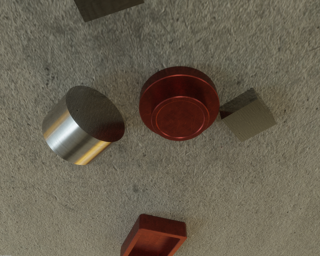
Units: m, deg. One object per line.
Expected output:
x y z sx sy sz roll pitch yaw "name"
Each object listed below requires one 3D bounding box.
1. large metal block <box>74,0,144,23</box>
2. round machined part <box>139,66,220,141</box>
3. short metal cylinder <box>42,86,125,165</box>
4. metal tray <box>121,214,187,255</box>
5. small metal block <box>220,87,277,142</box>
-0.049 -0.144 0.247 0.050 0.080 0.080 -14 129 11 "large metal block"
0.023 -0.022 0.378 0.099 0.042 0.097 -1 130 0 "round machined part"
-0.089 -0.003 0.367 0.080 0.080 0.050 35 122 -26 "short metal cylinder"
-0.015 0.219 0.590 0.091 0.030 0.129 16 128 -14 "metal tray"
0.111 -0.016 0.396 0.050 0.025 0.050 -32 124 24 "small metal block"
